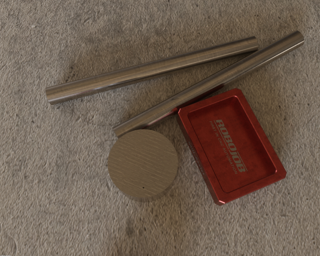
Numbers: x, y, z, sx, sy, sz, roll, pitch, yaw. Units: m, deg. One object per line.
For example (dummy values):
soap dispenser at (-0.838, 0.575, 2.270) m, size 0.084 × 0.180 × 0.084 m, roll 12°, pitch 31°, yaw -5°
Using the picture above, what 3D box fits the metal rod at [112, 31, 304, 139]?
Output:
metal rod at (0.074, -0.061, 0.430) m, size 0.302 × 0.025 × 0.025 m, roll -29°, pitch 73°, yaw -10°

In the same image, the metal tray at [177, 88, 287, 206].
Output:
metal tray at (0.088, 0.022, 0.398) m, size 0.091 × 0.030 × 0.130 m, roll -21°, pitch 71°, yaw -8°

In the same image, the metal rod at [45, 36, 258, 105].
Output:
metal rod at (-0.007, -0.083, 0.438) m, size 0.302 × 0.025 × 0.025 m, roll -15°, pitch 71°, yaw -6°

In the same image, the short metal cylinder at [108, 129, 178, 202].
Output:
short metal cylinder at (-0.019, 0.047, 0.377) m, size 0.081 × 0.050 × 0.080 m, roll 0°, pitch 70°, yaw 0°
